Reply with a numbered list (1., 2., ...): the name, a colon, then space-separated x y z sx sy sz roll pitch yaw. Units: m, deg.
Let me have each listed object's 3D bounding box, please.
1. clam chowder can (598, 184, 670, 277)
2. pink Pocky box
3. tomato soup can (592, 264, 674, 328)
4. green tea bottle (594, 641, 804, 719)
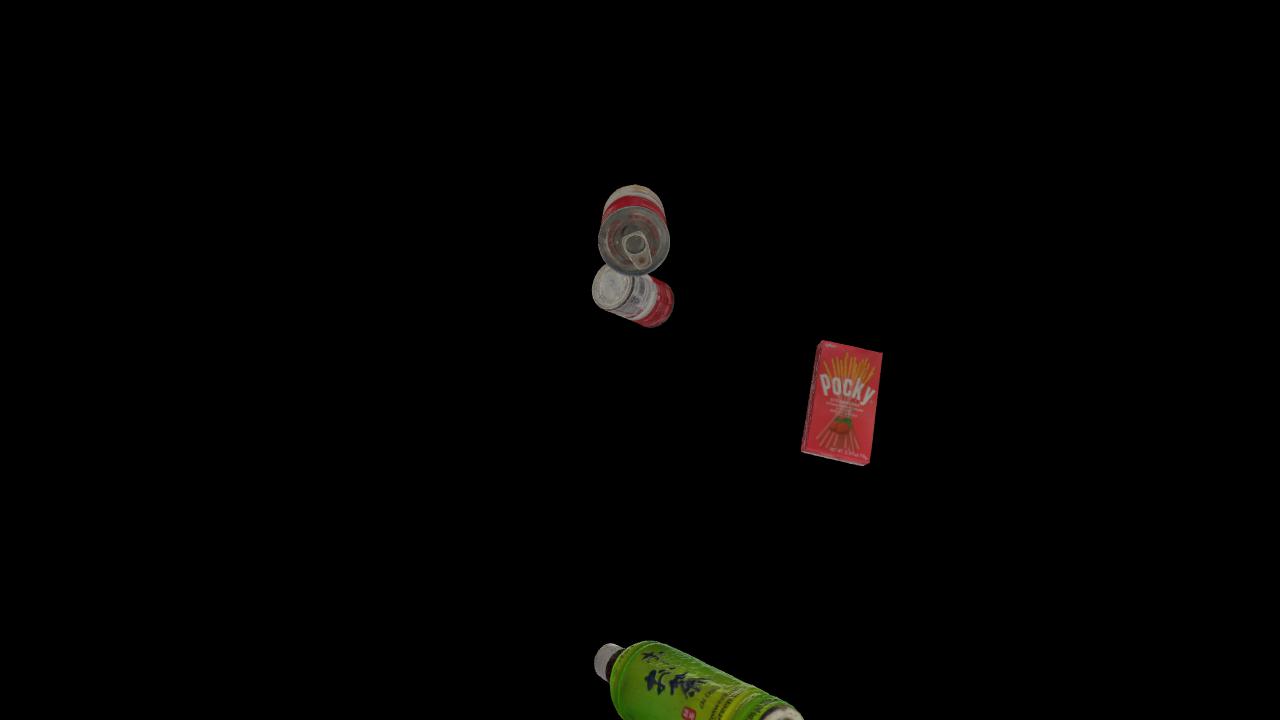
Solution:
1. clam chowder can: -0.006 -0.132 0.614 0.068 0.068 0.102 0 28 0
2. pink Pocky box: 0.268 0.055 0.815 0.084 0.155 0.029 13 -17 3
3. tomato soup can: -0.009 -0.085 0.813 0.068 0.068 0.101 0 -10 34
4. green tea bottle: 0.030 0.271 0.485 0.073 0.073 0.212 0 -5 -38
